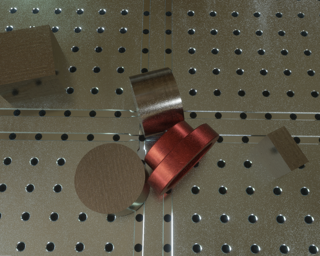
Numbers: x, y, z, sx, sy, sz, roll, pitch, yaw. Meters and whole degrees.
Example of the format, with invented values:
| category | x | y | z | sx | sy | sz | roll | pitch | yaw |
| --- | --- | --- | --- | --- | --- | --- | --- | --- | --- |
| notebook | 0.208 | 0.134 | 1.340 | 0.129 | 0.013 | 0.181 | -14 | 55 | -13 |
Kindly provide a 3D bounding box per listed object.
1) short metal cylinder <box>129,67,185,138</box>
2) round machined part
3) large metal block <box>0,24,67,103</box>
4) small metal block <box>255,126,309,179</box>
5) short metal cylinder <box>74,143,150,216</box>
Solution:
| category | x | y | z | sx | sy | sz | roll | pitch | yaw |
| --- | --- | --- | --- | --- | --- | --- | --- | --- | --- |
| short metal cylinder | -0.005 | -0.032 | 0.394 | 0.050 | 0.080 | 0.080 | -15 | 71 | -6 |
| round machined part | 0.020 | 0.029 | 0.363 | 0.098 | 0.098 | 0.042 | -42 | 76 | -14 |
| large metal block | -0.182 | -0.088 | 0.428 | 0.081 | 0.050 | 0.080 | -12 | 71 | -5 |
| small metal block | 0.151 | 0.032 | 0.389 | 0.025 | 0.050 | 0.050 | -26 | 72 | -9 |
| short metal cylinder | -0.055 | 0.063 | 0.371 | 0.080 | 0.050 | 0.080 | -1 | 71 | 4 |
